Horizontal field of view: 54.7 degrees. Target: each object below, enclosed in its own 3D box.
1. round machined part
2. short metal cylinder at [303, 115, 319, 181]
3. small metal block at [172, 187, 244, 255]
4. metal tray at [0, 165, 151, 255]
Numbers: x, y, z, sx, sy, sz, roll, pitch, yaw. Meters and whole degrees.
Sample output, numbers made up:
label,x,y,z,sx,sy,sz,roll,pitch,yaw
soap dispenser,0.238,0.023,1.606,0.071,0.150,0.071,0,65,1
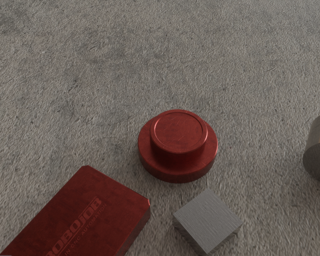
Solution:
label,x,y,z,sx,sy,sz,roll,pitch,yaw
round machined part,0.022,0.015,0.380,0.099,0.042,0.098,0,50,0
short metal cylinder,0.209,0.025,0.350,0.080,0.080,0.050,21,53,16
small metal block,0.048,0.099,0.321,0.050,0.025,0.050,-31,57,-24
metal tray,-0.080,0.109,0.308,0.090,0.030,0.130,26,54,19
